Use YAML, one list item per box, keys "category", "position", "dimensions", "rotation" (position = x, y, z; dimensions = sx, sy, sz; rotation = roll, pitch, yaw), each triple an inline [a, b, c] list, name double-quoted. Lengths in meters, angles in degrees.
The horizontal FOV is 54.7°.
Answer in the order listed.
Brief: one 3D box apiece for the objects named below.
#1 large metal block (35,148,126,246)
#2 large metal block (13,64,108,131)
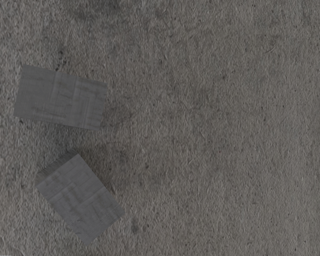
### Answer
- category: "large metal block"
  position: [-0.091, 0.072, 0.346]
  dimensions: [0.050, 0.080, 0.080]
  rotation: [-39, 103, -16]
- category: "large metal block"
  position: [-0.108, -0.029, 0.340]
  dimensions: [0.081, 0.080, 0.050]
  rotation: [11, 87, -20]
